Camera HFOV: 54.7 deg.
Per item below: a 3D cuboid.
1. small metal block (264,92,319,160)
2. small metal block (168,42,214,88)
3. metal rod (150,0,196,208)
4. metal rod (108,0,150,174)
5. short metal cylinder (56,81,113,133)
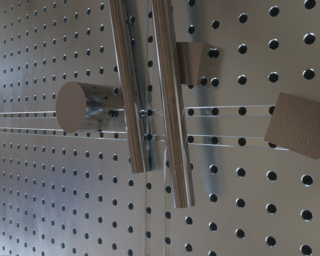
[{"bbox_3d":[0.136,-0.003,0.297,0.050,0.025,0.050,24,105,37],"label":"small metal block"},{"bbox_3d":[0.035,-0.078,0.381,0.050,0.025,0.050,13,98,39],"label":"small metal block"},{"bbox_3d":[0.012,-0.059,0.367,0.025,0.025,0.298,-10,84,39],"label":"metal rod"},{"bbox_3d":[-0.049,-0.084,0.449,0.025,0.025,0.298,-15,81,39],"label":"metal rod"},{"bbox_3d":[-0.121,-0.032,0.493,0.080,0.050,0.079,0,90,40],"label":"short metal cylinder"}]
